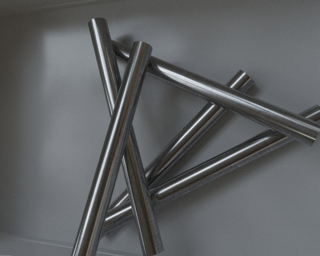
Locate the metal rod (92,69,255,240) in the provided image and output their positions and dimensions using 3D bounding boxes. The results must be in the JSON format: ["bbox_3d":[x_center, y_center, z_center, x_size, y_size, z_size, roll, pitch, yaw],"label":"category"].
[{"bbox_3d":[0.006,0.044,0.407,0.025,0.025,0.299,46,104,14],"label":"metal rod"}]

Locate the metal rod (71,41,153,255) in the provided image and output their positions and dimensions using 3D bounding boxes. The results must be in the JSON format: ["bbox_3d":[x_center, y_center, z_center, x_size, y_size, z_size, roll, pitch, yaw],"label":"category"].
[{"bbox_3d":[-0.057,0.041,0.348,0.025,0.025,0.299,10,76,19],"label":"metal rod"}]

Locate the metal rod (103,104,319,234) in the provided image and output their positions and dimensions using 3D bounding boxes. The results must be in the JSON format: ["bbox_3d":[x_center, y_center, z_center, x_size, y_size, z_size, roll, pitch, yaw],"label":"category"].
[{"bbox_3d":[0.053,0.056,0.377,0.300,0.025,0.025,-29,81,12],"label":"metal rod"}]

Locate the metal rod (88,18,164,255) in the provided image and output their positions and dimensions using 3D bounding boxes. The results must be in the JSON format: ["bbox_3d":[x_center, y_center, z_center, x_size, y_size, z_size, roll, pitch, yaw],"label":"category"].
[{"bbox_3d":[-0.045,0.003,0.384,0.025,0.025,0.299,-18,79,19],"label":"metal rod"}]

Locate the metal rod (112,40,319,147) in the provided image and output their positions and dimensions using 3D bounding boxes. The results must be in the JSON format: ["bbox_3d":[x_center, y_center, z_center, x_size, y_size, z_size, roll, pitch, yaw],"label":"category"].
[{"bbox_3d":[0.038,-0.055,0.375,0.300,0.025,0.025,28,99,25],"label":"metal rod"}]
